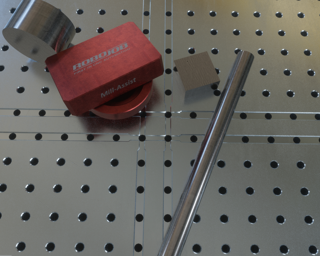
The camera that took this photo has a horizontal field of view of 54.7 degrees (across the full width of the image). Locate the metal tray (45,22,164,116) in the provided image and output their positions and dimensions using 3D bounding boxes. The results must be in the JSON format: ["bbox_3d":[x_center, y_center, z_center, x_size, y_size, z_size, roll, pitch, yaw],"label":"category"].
[{"bbox_3d":[-0.072,-0.081,0.404,0.131,0.030,0.090,-28,56,-10],"label":"metal tray"}]

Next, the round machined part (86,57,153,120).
[{"bbox_3d":[-0.059,-0.056,0.423,0.099,0.042,0.098,0,70,0],"label":"round machined part"}]

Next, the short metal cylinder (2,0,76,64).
[{"bbox_3d":[-0.165,-0.131,0.428,0.080,0.080,0.050,18,71,6],"label":"short metal cylinder"}]

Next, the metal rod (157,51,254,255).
[{"bbox_3d":[0.066,0.025,0.403,0.025,0.025,0.300,22,71,7],"label":"metal rod"}]

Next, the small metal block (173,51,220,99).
[{"bbox_3d":[0.051,-0.075,0.440,0.050,0.025,0.050,-17,71,-7],"label":"small metal block"}]
